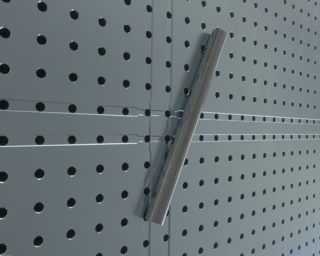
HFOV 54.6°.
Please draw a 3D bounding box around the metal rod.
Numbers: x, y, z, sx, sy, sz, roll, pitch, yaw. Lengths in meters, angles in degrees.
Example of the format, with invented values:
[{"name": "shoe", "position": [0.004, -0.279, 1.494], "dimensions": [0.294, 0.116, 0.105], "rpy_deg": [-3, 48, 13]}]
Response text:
[{"name": "metal rod", "position": [0.043, -0.012, 0.443], "dimensions": [0.025, 0.025, 0.300], "rpy_deg": [33, 70, -35]}]
